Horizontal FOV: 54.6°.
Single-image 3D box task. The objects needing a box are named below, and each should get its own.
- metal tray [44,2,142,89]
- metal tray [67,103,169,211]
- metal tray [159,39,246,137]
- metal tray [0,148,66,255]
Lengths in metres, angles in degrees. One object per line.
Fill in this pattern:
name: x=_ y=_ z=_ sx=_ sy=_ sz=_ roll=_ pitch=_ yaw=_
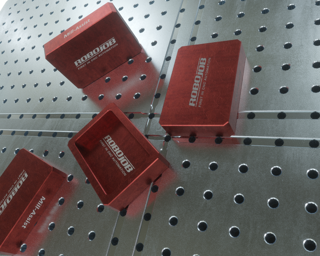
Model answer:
metal tray: x=-0.107 y=-0.129 z=0.503 sx=0.130 sy=0.090 sz=0.030 roll=-30 pitch=52 yaw=9
metal tray: x=-0.060 y=0.034 z=0.416 sx=0.090 sy=0.030 sz=0.130 roll=-43 pitch=51 yaw=-2
metal tray: x=0.058 y=-0.053 z=0.408 sx=0.090 sy=0.030 sz=0.130 roll=0 pitch=62 yaw=28
metal tray: x=-0.208 y=0.103 z=0.453 sx=0.090 sy=0.030 sz=0.130 roll=21 pitch=73 yaw=36
